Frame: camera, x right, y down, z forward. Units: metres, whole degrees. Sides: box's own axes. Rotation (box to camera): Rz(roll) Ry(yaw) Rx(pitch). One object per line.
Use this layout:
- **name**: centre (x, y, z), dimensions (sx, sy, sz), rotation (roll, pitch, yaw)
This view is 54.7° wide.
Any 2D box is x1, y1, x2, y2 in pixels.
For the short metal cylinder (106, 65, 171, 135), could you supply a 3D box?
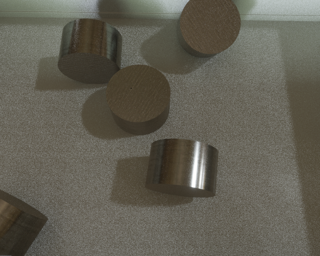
- **short metal cylinder**: centre (-0.027, -0.036, 0.409), dimensions (0.081, 0.050, 0.080), rotation (0, 70, 0)

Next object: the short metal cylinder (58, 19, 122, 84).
- **short metal cylinder**: centre (-0.092, -0.100, 0.416), dimensions (0.080, 0.080, 0.050), rotation (1, 70, 0)

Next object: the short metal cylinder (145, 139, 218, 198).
- **short metal cylinder**: centre (0.026, 0.049, 0.363), dimensions (0.080, 0.080, 0.050), rotation (7, 70, 2)

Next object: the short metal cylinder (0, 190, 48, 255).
- **short metal cylinder**: centre (-0.174, 0.104, 0.341), dimensions (0.080, 0.080, 0.050), rotation (27, 73, 9)

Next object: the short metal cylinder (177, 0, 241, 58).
- **short metal cylinder**: centre (0.065, -0.141, 0.432), dimensions (0.081, 0.050, 0.079), rotation (0, 97, -3)
